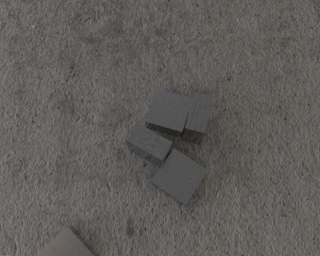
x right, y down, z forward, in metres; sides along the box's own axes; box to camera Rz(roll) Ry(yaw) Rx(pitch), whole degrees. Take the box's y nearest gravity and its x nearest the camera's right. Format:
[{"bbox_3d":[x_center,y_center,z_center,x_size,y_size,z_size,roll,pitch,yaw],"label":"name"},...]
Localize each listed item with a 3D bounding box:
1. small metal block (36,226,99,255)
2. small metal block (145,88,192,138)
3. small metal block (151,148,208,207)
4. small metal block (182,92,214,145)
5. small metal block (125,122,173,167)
[{"bbox_3d":[-0.106,0.149,0.353,0.050,0.025,0.050,43,75,14],"label":"small metal block"},{"bbox_3d":[0.012,-0.020,0.415,0.050,0.025,0.050,16,71,5],"label":"small metal block"},{"bbox_3d":[0.024,0.062,0.386,0.050,0.025,0.050,33,73,11],"label":"small metal block"},{"bbox_3d":[0.048,-0.011,0.399,0.025,0.050,0.050,14,71,5],"label":"small metal block"},{"bbox_3d":[-0.013,0.023,0.386,0.050,0.050,0.025,29,73,10],"label":"small metal block"}]
